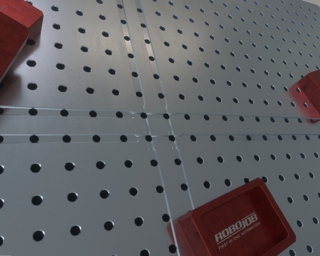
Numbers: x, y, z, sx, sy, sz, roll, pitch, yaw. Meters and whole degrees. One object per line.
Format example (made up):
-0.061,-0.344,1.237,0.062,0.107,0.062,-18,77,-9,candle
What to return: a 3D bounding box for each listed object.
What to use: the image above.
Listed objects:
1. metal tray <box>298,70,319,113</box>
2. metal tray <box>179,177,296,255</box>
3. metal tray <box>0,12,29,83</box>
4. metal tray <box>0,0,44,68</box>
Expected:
0.356,-0.080,0.644,0.131,0.030,0.090,-19,72,-35,metal tray
0.098,0.124,0.380,0.131,0.030,0.090,-15,70,-34,metal tray
-0.204,-0.069,0.308,0.090,0.030,0.130,30,65,-23,metal tray
-0.212,-0.116,0.362,0.090,0.030,0.130,31,52,-8,metal tray
